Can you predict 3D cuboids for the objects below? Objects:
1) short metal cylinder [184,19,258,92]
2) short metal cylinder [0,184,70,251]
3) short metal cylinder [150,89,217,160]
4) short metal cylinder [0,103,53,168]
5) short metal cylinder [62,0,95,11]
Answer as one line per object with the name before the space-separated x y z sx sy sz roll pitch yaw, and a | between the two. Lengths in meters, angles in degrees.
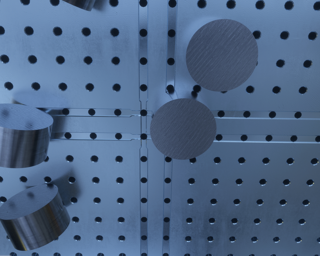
short metal cylinder | 0.069 -0.088 0.368 0.081 0.050 0.079 0 110 0
short metal cylinder | -0.172 0.120 0.427 0.080 0.080 0.050 -13 110 5
short metal cylinder | 0.028 -0.006 0.398 0.081 0.050 0.079 0 110 0
short metal cylinder | -0.179 0.008 0.385 0.080 0.080 0.050 15 110 -6
short metal cylinder | -0.100 -0.165 0.322 0.080 0.080 0.050 26 108 -9
